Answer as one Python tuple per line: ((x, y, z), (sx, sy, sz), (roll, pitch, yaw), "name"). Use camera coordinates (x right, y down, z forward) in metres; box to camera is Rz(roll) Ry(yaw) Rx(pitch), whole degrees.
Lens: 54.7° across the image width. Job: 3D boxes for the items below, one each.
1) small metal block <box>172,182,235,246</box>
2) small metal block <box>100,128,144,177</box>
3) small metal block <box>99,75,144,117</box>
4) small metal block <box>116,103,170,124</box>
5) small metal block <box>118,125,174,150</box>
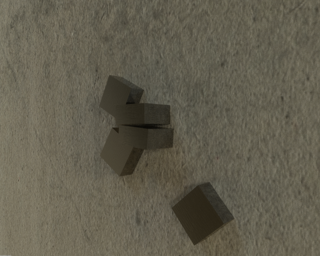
((0.049, 0.100, 0.363), (0.050, 0.025, 0.050), (-48, 62, 29), "small metal block")
((-0.055, 0.034, 0.448), (0.050, 0.025, 0.050), (39, 114, 32), "small metal block")
((-0.057, -0.043, 0.449), (0.050, 0.025, 0.050), (34, 111, 34), "small metal block")
((-0.022, -0.017, 0.405), (0.050, 0.050, 0.025), (-1, 90, 39), "small metal block")
((-0.018, 0.011, 0.402), (0.050, 0.050, 0.025), (8, 95, 39), "small metal block")
